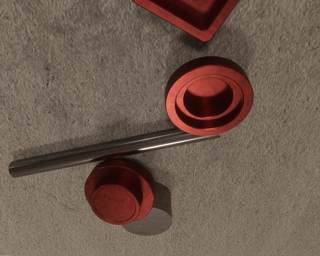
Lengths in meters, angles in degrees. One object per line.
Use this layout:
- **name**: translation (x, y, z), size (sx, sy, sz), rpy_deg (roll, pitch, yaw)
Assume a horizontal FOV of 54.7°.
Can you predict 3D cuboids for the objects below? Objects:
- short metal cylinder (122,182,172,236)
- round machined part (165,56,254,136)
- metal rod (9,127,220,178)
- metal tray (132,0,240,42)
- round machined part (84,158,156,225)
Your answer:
- **short metal cylinder**: translation (-0.021, 0.131, 0.502), size (0.081, 0.050, 0.079), rpy_deg (0, 130, 0)
- **round machined part**: translation (0.055, -0.041, 0.362), size (0.099, 0.042, 0.097), rpy_deg (-1, 130, 0)
- **metal rod**: translation (-0.069, 0.031, 0.432), size (0.301, 0.025, 0.025), rpy_deg (-12, 129, 9)
- **metal tray**: translation (0.042, -0.153, 0.273), size (0.091, 0.030, 0.129), rpy_deg (24, 126, -20)
- **round machined part**: translation (-0.057, 0.094, 0.426), size (0.099, 0.042, 0.097), rpy_deg (3, 116, 7)
